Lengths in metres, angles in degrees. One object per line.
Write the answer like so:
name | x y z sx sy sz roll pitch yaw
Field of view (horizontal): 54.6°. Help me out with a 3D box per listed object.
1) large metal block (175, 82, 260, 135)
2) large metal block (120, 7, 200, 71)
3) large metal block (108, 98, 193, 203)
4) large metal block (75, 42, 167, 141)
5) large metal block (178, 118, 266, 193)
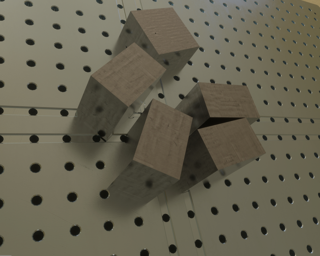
large metal block | 0.071 -0.016 0.421 0.081 0.080 0.050 -1 62 -28
large metal block | -0.001 -0.133 0.472 0.081 0.050 0.080 -21 73 -36
large metal block | -0.011 0.028 0.350 0.050 0.080 0.080 25 53 -13
large metal block | -0.048 -0.043 0.373 0.050 0.080 0.080 40 51 -1
large metal block | 0.068 0.034 0.388 0.081 0.080 0.050 -12 68 -33
